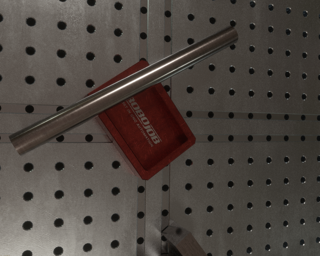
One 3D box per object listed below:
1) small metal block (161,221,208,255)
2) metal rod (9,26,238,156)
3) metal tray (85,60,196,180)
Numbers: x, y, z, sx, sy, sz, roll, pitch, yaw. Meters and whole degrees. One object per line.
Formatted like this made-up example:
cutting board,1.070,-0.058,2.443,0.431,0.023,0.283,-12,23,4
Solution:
small metal block,0.034,0.158,0.413,0.025,0.050,0.050,-39,103,-16
metal rod,-0.027,-0.053,0.370,0.302,0.025,0.025,-30,100,-18
metal tray,-0.024,-0.010,0.401,0.090,0.030,0.130,-37,102,-17
